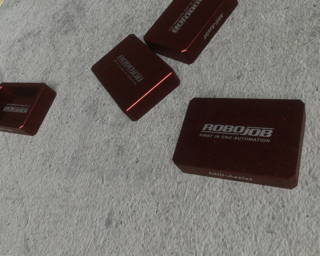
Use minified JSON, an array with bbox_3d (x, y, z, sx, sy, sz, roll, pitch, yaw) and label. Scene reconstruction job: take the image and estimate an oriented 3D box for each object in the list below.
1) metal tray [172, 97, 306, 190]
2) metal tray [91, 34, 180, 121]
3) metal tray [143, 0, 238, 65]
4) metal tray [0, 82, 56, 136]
[{"bbox_3d":[0.088,0.012,0.347,0.130,0.030,0.090,4,64,30],"label":"metal tray"},{"bbox_3d":[-0.041,-0.081,0.472,0.090,0.030,0.130,-40,51,0],"label":"metal tray"},{"bbox_3d":[0.047,-0.166,0.478,0.090,0.030,0.130,29,78,37],"label":"metal tray"},{"bbox_3d":[-0.259,-0.037,0.559,0.130,0.030,0.090,6,64,30],"label":"metal tray"}]
